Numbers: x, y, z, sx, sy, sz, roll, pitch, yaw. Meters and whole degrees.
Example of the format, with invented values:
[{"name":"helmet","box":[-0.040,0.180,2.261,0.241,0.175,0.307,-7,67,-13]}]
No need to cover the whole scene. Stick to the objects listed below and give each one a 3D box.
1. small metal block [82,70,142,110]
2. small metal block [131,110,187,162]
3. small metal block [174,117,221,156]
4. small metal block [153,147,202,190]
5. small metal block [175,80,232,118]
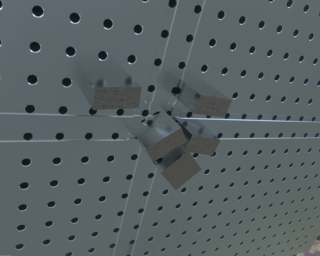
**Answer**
[{"name":"small metal block","box":[-0.054,-0.043,0.340,0.050,0.050,0.025,-4,121,-27]},{"name":"small metal block","box":[-0.002,0.009,0.401,0.050,0.050,0.025,-30,129,-9]},{"name":"small metal block","box":[0.046,0.012,0.430,0.050,0.050,0.025,11,113,-33]},{"name":"small metal block","box":[0.027,0.057,0.464,0.050,0.025,0.050,-39,130,-2]},{"name":"small metal block","box":[0.056,-0.038,0.404,0.050,0.050,0.025,5,116,-31]}]
